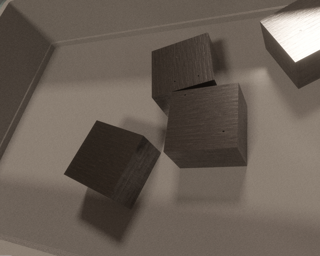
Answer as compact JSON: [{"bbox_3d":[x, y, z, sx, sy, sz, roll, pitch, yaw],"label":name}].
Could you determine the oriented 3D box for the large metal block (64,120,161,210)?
[{"bbox_3d":[-0.059,0.045,0.392,0.080,0.050,0.080,17,70,34],"label":"large metal block"}]

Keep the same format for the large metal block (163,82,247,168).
[{"bbox_3d":[0.056,-0.001,0.360,0.080,0.050,0.080,-5,59,25],"label":"large metal block"}]

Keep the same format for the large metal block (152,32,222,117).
[{"bbox_3d":[0.036,-0.069,0.412,0.080,0.050,0.080,-14,56,20],"label":"large metal block"}]

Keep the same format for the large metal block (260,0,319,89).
[{"bbox_3d":[0.177,-0.106,0.362,0.080,0.050,0.080,-28,52,10],"label":"large metal block"}]
